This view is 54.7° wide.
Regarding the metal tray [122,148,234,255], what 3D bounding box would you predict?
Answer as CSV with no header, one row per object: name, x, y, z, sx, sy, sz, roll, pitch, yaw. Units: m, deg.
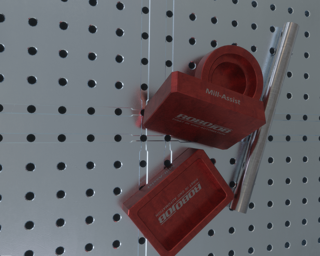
metal tray,0.027,0.100,0.420,0.131,0.030,0.090,-39,103,-16

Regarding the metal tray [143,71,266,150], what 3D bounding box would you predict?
metal tray,0.055,-0.017,0.396,0.131,0.090,0.030,16,57,-20

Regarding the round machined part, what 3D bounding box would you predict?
round machined part,0.093,-0.064,0.438,0.099,0.042,0.097,0,90,-20

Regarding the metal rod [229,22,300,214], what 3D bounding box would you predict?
metal rod,0.161,-0.019,0.472,0.025,0.025,0.299,20,83,-19
